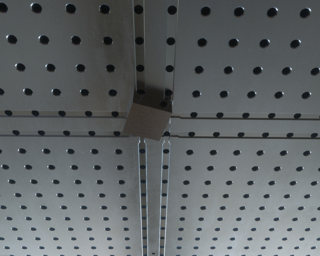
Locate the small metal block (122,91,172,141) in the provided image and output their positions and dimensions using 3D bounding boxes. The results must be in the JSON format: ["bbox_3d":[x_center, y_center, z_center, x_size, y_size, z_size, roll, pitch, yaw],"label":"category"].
[{"bbox_3d":[-0.017,-0.014,0.399,0.050,0.025,0.050,14,129,-12],"label":"small metal block"}]
